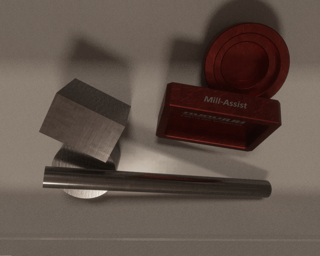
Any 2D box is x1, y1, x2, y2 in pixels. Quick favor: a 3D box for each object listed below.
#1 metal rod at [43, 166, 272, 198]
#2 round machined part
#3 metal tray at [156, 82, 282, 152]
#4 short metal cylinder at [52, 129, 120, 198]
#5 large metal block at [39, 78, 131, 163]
[{"bbox_3d":[0.010,0.072,0.401,0.302,0.025,0.025,6,111,-18],"label":"metal rod"},{"bbox_3d":[0.100,-0.077,0.375,0.099,0.042,0.097,0,110,-1],"label":"round machined part"},{"bbox_3d":[0.066,-0.009,0.377,0.131,0.030,0.090,9,154,-4],"label":"metal tray"},{"bbox_3d":[-0.096,0.046,0.414,0.081,0.050,0.079,0,110,-1],"label":"short metal cylinder"},{"bbox_3d":[-0.086,-0.012,0.376,0.080,0.080,0.050,27,108,-10],"label":"large metal block"}]
